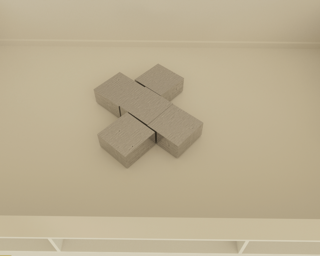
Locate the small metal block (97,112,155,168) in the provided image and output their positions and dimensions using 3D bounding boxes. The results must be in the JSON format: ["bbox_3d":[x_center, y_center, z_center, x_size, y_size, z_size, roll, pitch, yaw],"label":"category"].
[{"bbox_3d":[-0.042,0.014,0.391,0.050,0.025,0.050,35,59,26],"label":"small metal block"}]

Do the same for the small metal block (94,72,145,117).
[{"bbox_3d":[-0.057,-0.047,0.442,0.050,0.025,0.050,34,58,25],"label":"small metal block"}]

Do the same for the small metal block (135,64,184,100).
[{"bbox_3d":[-0.001,-0.063,0.455,0.050,0.025,0.050,34,57,25],"label":"small metal block"}]

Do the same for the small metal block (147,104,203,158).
[{"bbox_3d":[0.020,0.003,0.400,0.050,0.025,0.050,34,58,25],"label":"small metal block"}]

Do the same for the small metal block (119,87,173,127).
[{"bbox_3d":[-0.018,-0.023,0.420,0.050,0.025,0.050,34,58,25],"label":"small metal block"}]
